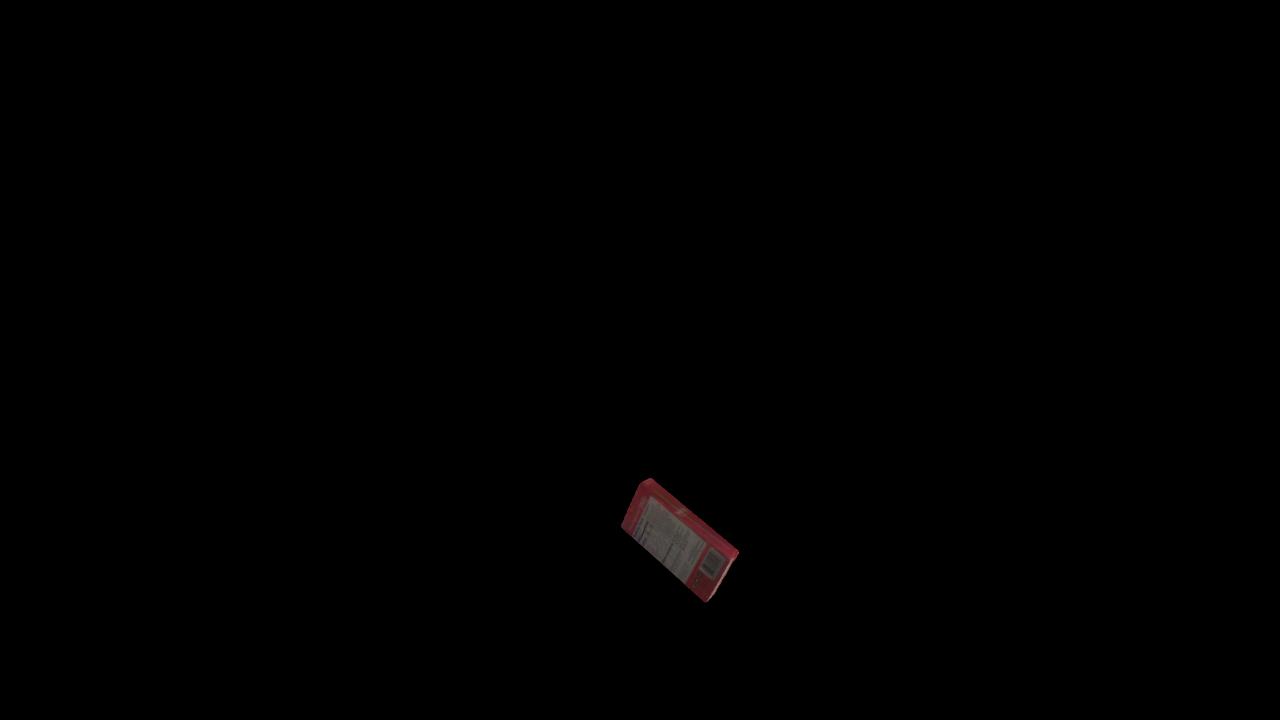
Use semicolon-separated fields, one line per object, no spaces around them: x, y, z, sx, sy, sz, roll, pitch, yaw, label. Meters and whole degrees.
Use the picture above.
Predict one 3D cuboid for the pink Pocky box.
0.049;0.235;0.810;0.155;0.084;0.029;36;30;26;pink Pocky box
